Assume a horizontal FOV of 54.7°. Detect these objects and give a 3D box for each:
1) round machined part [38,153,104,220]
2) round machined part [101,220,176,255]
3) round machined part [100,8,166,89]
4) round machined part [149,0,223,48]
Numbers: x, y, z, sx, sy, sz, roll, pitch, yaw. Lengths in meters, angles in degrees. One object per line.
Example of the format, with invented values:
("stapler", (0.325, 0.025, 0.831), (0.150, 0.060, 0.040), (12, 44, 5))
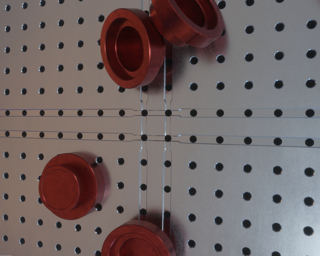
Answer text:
("round machined part", (-0.135, 0.085, 0.449), (0.098, 0.042, 0.097), (0, 90, 19))
("round machined part", (-0.025, 0.171, 0.411), (0.098, 0.042, 0.097), (0, 90, 19))
("round machined part", (-0.031, -0.102, 0.399), (0.098, 0.042, 0.097), (19, 117, 42))
("round machined part", (0.027, -0.137, 0.370), (0.042, 0.099, 0.098), (-32, 79, 43))
